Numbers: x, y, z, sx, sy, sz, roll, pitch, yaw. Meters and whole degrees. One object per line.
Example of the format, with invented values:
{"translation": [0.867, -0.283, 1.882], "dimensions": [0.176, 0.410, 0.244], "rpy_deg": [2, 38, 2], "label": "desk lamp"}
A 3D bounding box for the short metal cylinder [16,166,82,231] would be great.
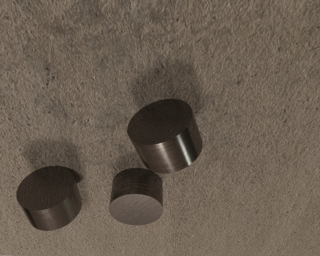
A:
{"translation": [-0.161, 0.102, 0.456], "dimensions": [0.081, 0.080, 0.050], "rpy_deg": [-2, 130, 1], "label": "short metal cylinder"}

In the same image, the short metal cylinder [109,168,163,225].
{"translation": [-0.036, 0.107, 0.482], "dimensions": [0.081, 0.050, 0.079], "rpy_deg": [0, 130, 0], "label": "short metal cylinder"}

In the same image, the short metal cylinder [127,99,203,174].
{"translation": [0.007, 0.009, 0.379], "dimensions": [0.080, 0.080, 0.050], "rpy_deg": [-14, 129, 11], "label": "short metal cylinder"}
